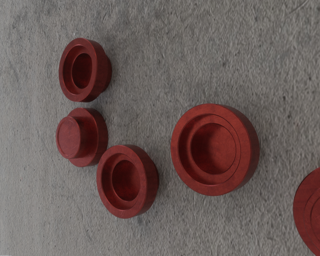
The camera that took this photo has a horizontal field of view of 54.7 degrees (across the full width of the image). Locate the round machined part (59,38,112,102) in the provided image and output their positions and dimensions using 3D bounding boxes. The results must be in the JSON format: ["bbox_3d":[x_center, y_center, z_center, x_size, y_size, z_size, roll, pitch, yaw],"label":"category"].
[{"bbox_3d":[-0.114,-0.089,0.488,0.098,0.042,0.097,0,90,40],"label":"round machined part"}]

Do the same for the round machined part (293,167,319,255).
[{"bbox_3d":[0.162,0.076,0.260,0.098,0.042,0.097,0,90,40],"label":"round machined part"}]

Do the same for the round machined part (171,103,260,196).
[{"bbox_3d":[0.063,0.022,0.342,0.098,0.042,0.097,0,90,40],"label":"round machined part"}]

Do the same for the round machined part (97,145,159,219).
[{"bbox_3d":[-0.040,0.071,0.427,0.098,0.042,0.097,0,90,40],"label":"round machined part"}]

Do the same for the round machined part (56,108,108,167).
[{"bbox_3d":[-0.132,0.015,0.504,0.098,0.042,0.097,0,90,40],"label":"round machined part"}]
